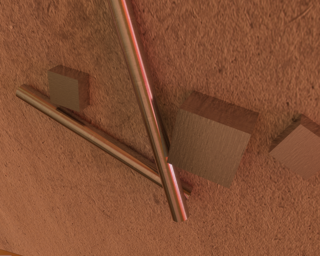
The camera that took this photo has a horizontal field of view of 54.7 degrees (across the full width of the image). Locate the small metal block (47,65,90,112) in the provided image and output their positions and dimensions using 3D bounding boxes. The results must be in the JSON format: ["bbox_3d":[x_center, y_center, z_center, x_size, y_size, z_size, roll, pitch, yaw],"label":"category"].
[{"bbox_3d":[-0.128,-0.056,0.437,0.050,0.025,0.050,19,126,17],"label":"small metal block"}]

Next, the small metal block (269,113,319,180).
[{"bbox_3d":[0.157,0.021,0.337,0.050,0.025,0.050,36,129,3],"label":"small metal block"}]

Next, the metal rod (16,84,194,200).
[{"bbox_3d":[-0.086,0.019,0.461,0.301,0.025,0.025,31,128,7],"label":"metal rod"}]

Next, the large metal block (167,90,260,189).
[{"bbox_3d":[0.061,0.013,0.366,0.080,0.050,0.079,21,126,15],"label":"large metal block"}]

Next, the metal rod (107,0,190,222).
[{"bbox_3d":[-0.010,-0.014,0.383,0.025,0.025,0.298,-5,111,30],"label":"metal rod"}]
